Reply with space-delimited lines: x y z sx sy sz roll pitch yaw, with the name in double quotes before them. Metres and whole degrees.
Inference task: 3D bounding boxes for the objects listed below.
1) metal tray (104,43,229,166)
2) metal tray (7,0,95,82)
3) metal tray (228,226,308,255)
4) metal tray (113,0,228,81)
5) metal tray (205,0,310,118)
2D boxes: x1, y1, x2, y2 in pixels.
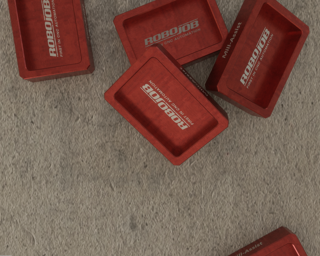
"metal tray" 0.009 -0.027 0.381 0.130 0.030 0.090 44 111 -10
"metal tray" -0.142 -0.132 0.405 0.091 0.030 0.129 -9 90 0
"metal tray" 0.135 0.202 0.408 0.130 0.030 0.090 -29 90 0
"metal tray" 0.016 -0.123 0.407 0.131 0.030 0.090 -22 90 0
"metal tray" 0.124 -0.088 0.391 0.090 0.030 0.129 25 90 -24
